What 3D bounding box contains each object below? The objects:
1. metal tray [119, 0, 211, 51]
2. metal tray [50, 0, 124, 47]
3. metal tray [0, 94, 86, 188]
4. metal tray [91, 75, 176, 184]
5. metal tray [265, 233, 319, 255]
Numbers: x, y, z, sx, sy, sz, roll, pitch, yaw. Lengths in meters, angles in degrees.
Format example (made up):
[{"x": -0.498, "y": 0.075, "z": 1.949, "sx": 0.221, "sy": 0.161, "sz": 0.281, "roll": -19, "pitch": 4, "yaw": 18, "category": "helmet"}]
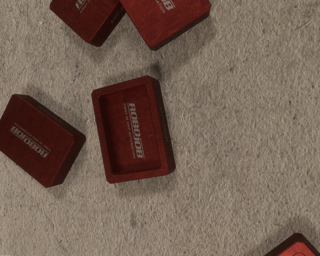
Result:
[{"x": -0.008, "y": -0.175, "z": 0.387, "sx": 0.090, "sy": 0.030, "sz": 0.130, "roll": -32, "pitch": 91, "yaw": 6, "category": "metal tray"}, {"x": -0.084, "y": -0.193, "z": 0.435, "sx": 0.090, "sy": 0.030, "sz": 0.130, "roll": 44, "pitch": 103, "yaw": 14, "category": "metal tray"}, {"x": -0.187, "y": 0.018, "z": 0.470, "sx": 0.130, "sy": 0.030, "sz": 0.090, "roll": 33, "pitch": 100, "yaw": 16, "category": "metal tray"}, {"x": -0.036, "y": 0.003, "z": 0.418, "sx": 0.090, "sy": 0.030, "sz": 0.129, "roll": -12, "pitch": 86, "yaw": 19, "category": "metal tray"}, {"x": 0.142, "y": 0.197, "z": 0.356, "sx": 0.130, "sy": 0.030, "sz": 0.090, "roll": -44, "pitch": 77, "yaw": 14, "category": "metal tray"}]
